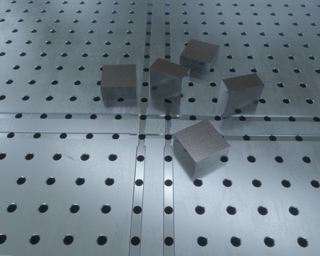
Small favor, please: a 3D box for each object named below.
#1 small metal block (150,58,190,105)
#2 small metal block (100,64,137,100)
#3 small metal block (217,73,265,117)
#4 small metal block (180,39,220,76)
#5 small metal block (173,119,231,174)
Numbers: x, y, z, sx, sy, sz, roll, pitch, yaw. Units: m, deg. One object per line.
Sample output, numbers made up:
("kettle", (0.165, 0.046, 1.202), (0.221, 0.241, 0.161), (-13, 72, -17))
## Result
("small metal block", (0.014, -0.067, 0.448), (0.050, 0.050, 0.025), (23, 54, 18))
("small metal block", (-0.061, -0.070, 0.465), (0.050, 0.025, 0.050), (-2, 50, -2))
("small metal block", (0.110, -0.045, 0.431), (0.050, 0.050, 0.025), (-12, 51, -10))
("small metal block", (0.065, -0.116, 0.506), (0.050, 0.025, 0.050), (19, 52, 14))
("small metal block", (0.051, 0.022, 0.390), (0.050, 0.025, 0.050), (-23, 54, -19))
